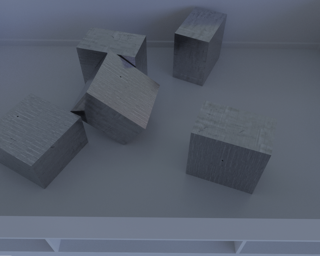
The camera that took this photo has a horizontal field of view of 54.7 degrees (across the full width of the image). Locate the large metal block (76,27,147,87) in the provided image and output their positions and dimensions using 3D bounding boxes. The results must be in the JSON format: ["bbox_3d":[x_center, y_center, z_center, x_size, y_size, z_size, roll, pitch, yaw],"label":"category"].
[{"bbox_3d":[-0.064,-0.091,0.445,0.080,0.080,0.050,11,51,9],"label":"large metal block"}]

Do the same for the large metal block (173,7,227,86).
[{"bbox_3d":[0.060,-0.125,0.475,0.050,0.080,0.080,20,53,16],"label":"large metal block"}]

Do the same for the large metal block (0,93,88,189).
[{"bbox_3d":[-0.149,0.014,0.375,0.080,0.050,0.080,24,54,18],"label":"large metal block"}]

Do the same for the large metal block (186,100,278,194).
[{"bbox_3d":[0.078,0.023,0.351,0.080,0.080,0.050,16,52,12],"label":"large metal block"}]

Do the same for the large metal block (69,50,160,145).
[{"bbox_3d":[-0.055,-0.038,0.396,0.080,0.050,0.080,33,48,-20],"label":"large metal block"}]
